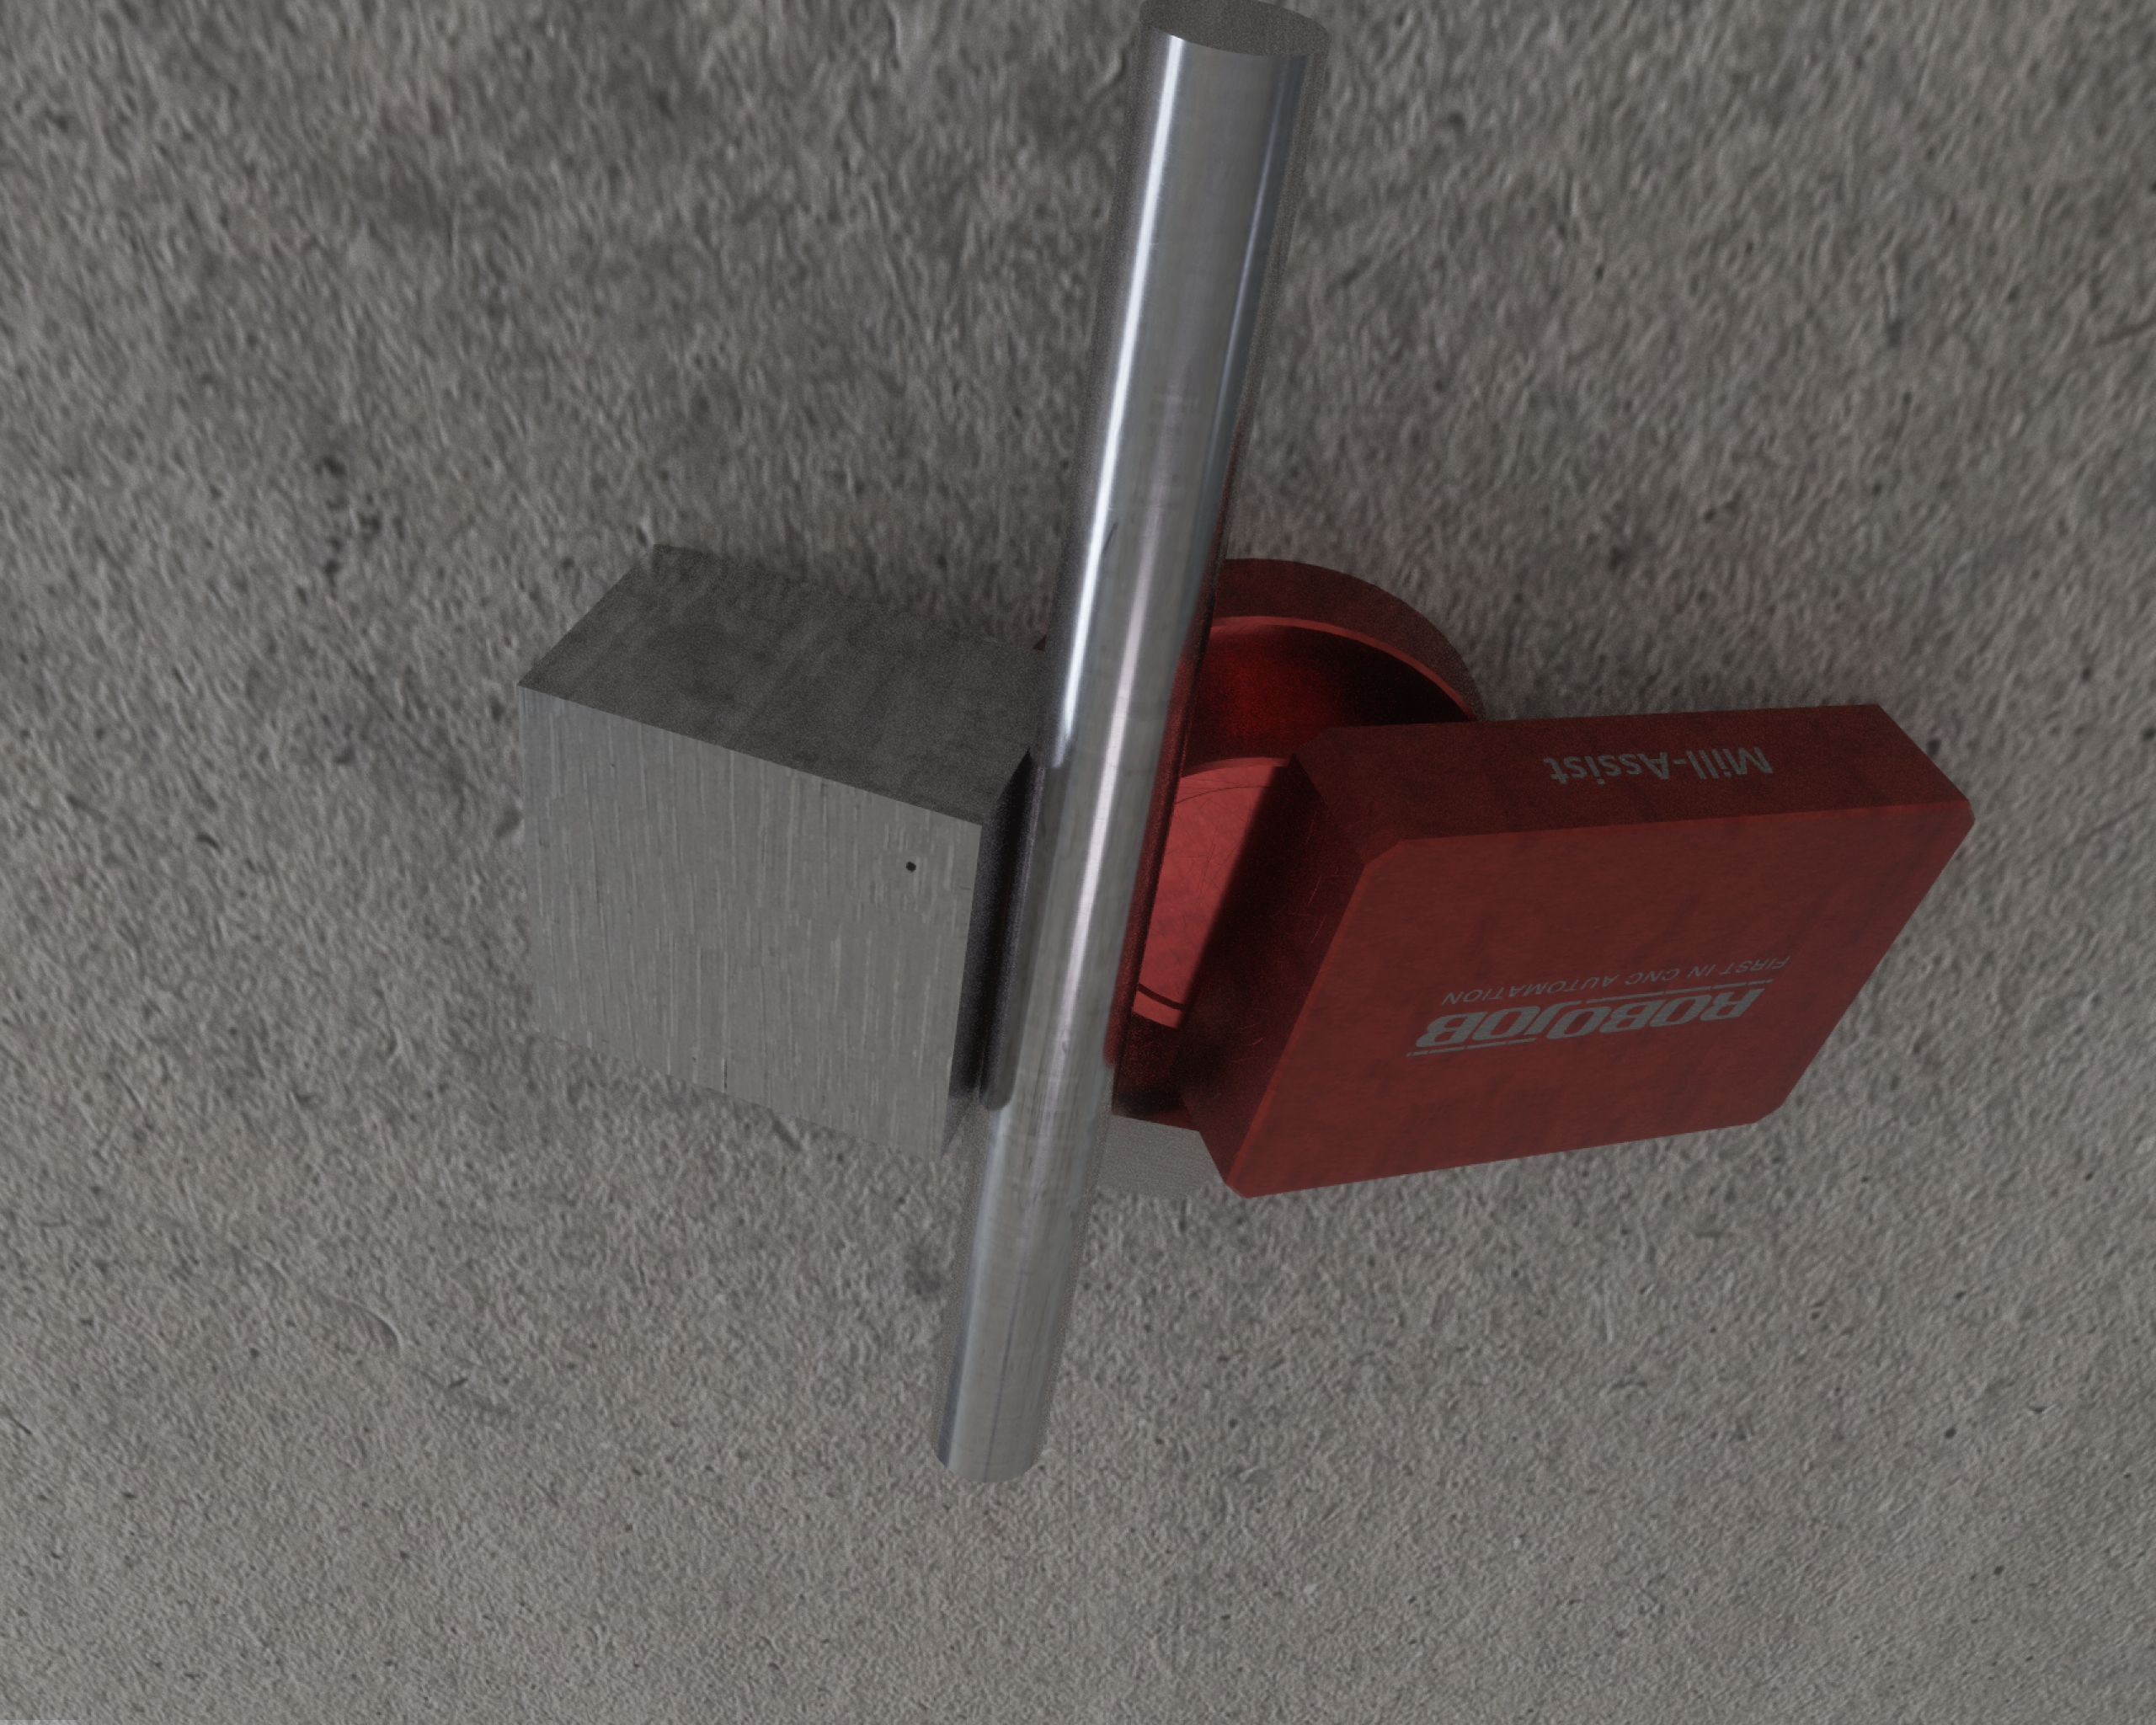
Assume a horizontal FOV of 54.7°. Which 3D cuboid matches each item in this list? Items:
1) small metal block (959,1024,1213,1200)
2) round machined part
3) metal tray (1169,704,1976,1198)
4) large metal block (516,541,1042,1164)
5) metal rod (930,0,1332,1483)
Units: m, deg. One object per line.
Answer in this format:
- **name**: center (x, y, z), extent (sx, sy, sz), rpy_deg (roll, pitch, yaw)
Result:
- **small metal block**: center (0.006, 0.049, 0.437), extent (0.050, 0.025, 0.050), rpy_deg (12, 155, -10)
- **round machined part**: center (0.031, -0.005, 0.393), extent (0.099, 0.042, 0.097), rpy_deg (0, 130, 0)
- **metal tray**: center (0.091, 0.016, 0.391), extent (0.131, 0.030, 0.089), rpy_deg (-4, 134, -24)
- **large metal block**: center (-0.050, -0.002, 0.376), extent (0.080, 0.050, 0.079), rpy_deg (17, 130, 9)
- **metal rod**: center (0.000, 0.008, 0.360), extent (0.025, 0.025, 0.298), rpy_deg (6, 128, -5)
